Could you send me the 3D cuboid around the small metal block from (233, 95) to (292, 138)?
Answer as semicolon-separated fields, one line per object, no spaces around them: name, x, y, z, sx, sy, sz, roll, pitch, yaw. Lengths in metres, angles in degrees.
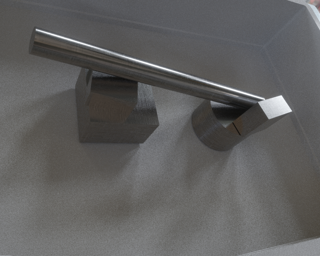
small metal block;0.133;-0.015;0.405;0.050;0.050;0.025;-16;70;-35

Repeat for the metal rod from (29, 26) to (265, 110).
metal rod;0.012;-0.056;0.356;0.302;0.025;0.025;10;57;-32

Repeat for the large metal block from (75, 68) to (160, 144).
large metal block;-0.054;-0.028;0.375;0.081;0.050;0.080;3;61;-27

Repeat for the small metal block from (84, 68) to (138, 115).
small metal block;-0.052;-0.047;0.341;0.050;0.025;0.050;12;56;-22

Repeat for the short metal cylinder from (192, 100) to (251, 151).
short metal cylinder;0.094;-0.013;0.448;0.081;0.050;0.080;14;56;-21
